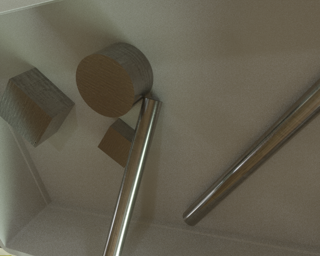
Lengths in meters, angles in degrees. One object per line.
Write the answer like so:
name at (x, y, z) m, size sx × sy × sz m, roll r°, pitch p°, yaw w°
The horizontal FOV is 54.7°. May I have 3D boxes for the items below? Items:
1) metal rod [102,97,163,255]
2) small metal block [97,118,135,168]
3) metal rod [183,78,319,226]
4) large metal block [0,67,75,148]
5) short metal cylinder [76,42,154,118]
metal rod at (-0.047, 0.106, 0.412) m, size 0.025 × 0.025 × 0.298 m, roll 18°, pitch 98°, yaw 18°
small metal block at (-0.056, 0.022, 0.450) m, size 0.050 × 0.025 × 0.050 m, roll 38°, pitch 129°, yaw 1°
metal rod at (0.110, 0.040, 0.374) m, size 0.025 × 0.025 × 0.298 m, roll 36°, pitch 129°, yaw 3°
large metal block at (-0.190, -0.030, 0.471) m, size 0.080 × 0.050 × 0.080 m, roll 43°, pitch 129°, yaw -2°
short metal cylinder at (-0.055, -0.060, 0.383) m, size 0.080 × 0.050 × 0.079 m, roll 13°, pitch 124°, yaw 20°
